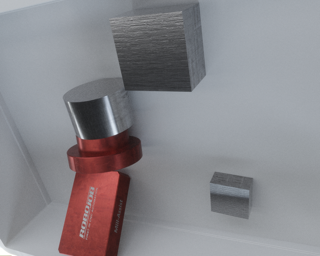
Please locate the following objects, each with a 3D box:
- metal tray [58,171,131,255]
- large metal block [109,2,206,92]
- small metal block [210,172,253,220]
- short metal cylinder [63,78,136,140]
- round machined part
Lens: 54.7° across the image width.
[{"bbox_3d":[-0.101,0.133,0.482,0.090,0.130,0.030,-3,158,29],"label":"metal tray"},{"bbox_3d":[0.001,-0.087,0.338,0.080,0.050,0.079,4,120,25],"label":"large metal block"},{"bbox_3d":[0.095,0.090,0.413,0.050,0.025,0.050,7,122,24],"label":"small metal block"},{"bbox_3d":[-0.076,-0.027,0.395,0.080,0.080,0.050,2,119,27],"label":"short metal cylinder"},{"bbox_3d":[-0.075,0.023,0.415,0.098,0.099,0.042,1,105,27],"label":"round machined part"}]
